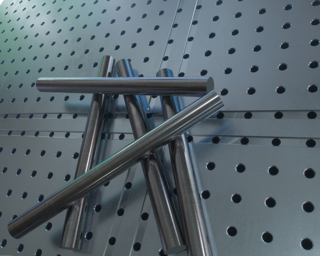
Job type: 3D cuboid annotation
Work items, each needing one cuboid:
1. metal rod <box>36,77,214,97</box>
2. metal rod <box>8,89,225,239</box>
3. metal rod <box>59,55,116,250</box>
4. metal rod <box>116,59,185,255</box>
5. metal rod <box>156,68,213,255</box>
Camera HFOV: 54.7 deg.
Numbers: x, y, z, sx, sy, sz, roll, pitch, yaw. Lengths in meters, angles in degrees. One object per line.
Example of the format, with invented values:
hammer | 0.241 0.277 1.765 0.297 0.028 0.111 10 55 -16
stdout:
metal rod | -0.069 -0.061 0.448 0.300 0.025 0.025 5 64 30
metal rod | -0.057 0.047 0.375 0.300 0.025 0.025 -33 52 6
metal rod | -0.098 0.016 0.447 0.025 0.025 0.299 -9 58 23
metal rod | -0.021 0.012 0.410 0.025 0.025 0.299 -27 52 11
metal rod | 0.027 0.044 0.366 0.025 0.025 0.299 -20 54 16
